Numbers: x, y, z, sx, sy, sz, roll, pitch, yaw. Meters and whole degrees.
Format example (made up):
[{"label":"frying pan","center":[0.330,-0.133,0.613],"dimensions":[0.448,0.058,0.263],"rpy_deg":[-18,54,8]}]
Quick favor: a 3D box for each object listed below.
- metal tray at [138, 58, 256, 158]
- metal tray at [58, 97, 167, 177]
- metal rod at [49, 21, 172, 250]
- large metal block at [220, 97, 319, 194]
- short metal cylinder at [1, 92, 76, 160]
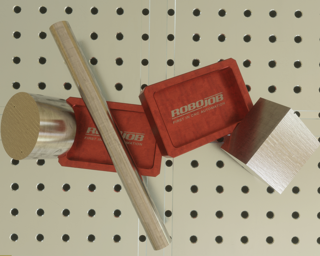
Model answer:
[{"label":"metal tray","center":[0.050,-0.026,0.392],"dimensions":[0.131,0.030,0.090],"rpy_deg":[-21,90,-17]},{"label":"metal tray","center":[-0.060,0.011,0.410],"dimensions":[0.131,0.030,0.089],"rpy_deg":[7,90,0]},{"label":"metal rod","center":[-0.061,0.009,0.383],"dimensions":[0.025,0.025,0.299],"rpy_deg":[-25,90,0]},{"label":"large metal block","center":[0.137,0.022,0.384],"dimensions":[0.080,0.050,0.080],"rpy_deg":[38,90,-31]},{"label":"short metal cylinder","center":[-0.150,-0.001,0.381],"dimensions":[0.080,0.050,0.080],"rpy_deg":[-3,85,34]}]
